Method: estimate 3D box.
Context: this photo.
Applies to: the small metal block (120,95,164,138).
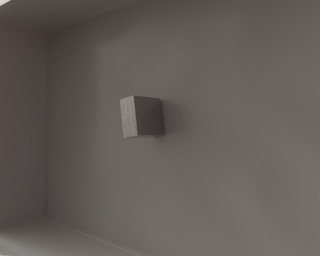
[{"bbox_3d":[-0.023,-0.014,0.406,0.025,0.050,0.050,-11,82,40],"label":"small metal block"}]
